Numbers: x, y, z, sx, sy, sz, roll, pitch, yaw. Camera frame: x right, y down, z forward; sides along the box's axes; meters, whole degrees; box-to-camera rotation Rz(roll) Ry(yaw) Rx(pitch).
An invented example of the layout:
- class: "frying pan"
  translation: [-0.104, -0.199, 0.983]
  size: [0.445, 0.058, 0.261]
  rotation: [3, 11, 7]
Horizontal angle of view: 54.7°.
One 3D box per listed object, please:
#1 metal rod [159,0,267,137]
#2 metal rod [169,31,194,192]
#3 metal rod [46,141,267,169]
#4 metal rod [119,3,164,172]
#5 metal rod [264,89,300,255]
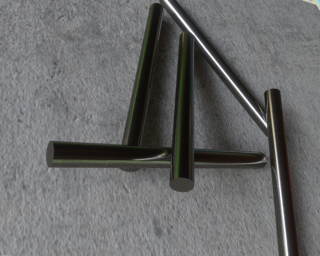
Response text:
- class: "metal rod"
  translation: [0.096, -0.113, 0.526]
  size: [0.025, 0.025, 0.299]
  rotation: [-28, 78, -38]
- class: "metal rod"
  translation: [0.034, -0.047, 0.417]
  size: [0.025, 0.025, 0.300]
  rotation: [22, 42, -15]
- class: "metal rod"
  translation: [0.023, 0.036, 0.371]
  size: [0.302, 0.025, 0.025]
  rotation: [5, 59, -34]
- class: "metal rod"
  translation: [-0.021, -0.078, 0.441]
  size: [0.025, 0.025, 0.300]
  rotation: [20, 54, -17]
- class: "metal rod"
  translation: [0.170, 0.076, 0.432]
  size: [0.025, 0.025, 0.299]
  rotation: [16, 61, -20]
